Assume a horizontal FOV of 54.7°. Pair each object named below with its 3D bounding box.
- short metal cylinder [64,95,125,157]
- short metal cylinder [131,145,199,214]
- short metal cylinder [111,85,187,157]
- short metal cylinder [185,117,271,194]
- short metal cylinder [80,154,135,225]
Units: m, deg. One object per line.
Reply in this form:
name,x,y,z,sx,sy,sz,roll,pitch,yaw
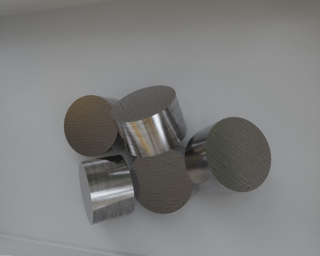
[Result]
short metal cylinder,-0.081,-0.003,0.422,0.080,0.050,0.079,0,90,19
short metal cylinder,0.009,0.062,0.392,0.080,0.050,0.079,0,90,19
short metal cylinder,-0.013,-0.010,0.375,0.080,0.080,0.050,-8,123,19
short metal cylinder,0.075,0.033,0.347,0.081,0.050,0.080,5,74,-19
short metal cylinder,-0.070,0.077,0.396,0.050,0.080,0.080,-9,86,-23
